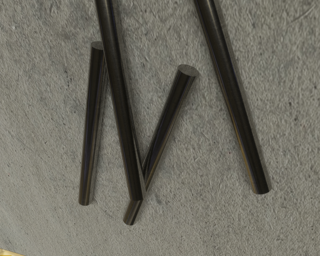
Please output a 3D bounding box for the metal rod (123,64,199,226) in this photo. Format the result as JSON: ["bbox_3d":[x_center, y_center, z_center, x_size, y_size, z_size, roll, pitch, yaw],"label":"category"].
[{"bbox_3d":[-0.010,0.045,0.439,0.025,0.025,0.298,28,128,10],"label":"metal rod"}]

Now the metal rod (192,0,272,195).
[{"bbox_3d":[0.074,-0.055,0.333,0.025,0.025,0.299,-9,114,32],"label":"metal rod"}]

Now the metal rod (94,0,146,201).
[{"bbox_3d":[-0.048,-0.038,0.391,0.025,0.025,0.298,5,115,26],"label":"metal rod"}]

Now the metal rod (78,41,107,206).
[{"bbox_3d":[-0.104,0.014,0.470,0.025,0.025,0.298,25,127,13],"label":"metal rod"}]
